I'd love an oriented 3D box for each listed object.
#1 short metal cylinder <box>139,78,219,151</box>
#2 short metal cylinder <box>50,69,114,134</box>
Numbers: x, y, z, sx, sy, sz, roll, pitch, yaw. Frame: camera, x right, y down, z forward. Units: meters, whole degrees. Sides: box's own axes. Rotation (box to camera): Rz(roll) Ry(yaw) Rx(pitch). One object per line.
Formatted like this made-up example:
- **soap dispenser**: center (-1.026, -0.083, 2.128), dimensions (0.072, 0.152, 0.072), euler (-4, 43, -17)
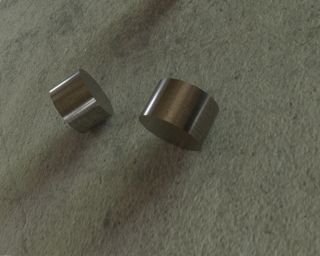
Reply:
- **short metal cylinder**: center (0.022, -0.014, 0.365), dimensions (0.080, 0.080, 0.050), euler (17, 71, 34)
- **short metal cylinder**: center (-0.111, -0.039, 0.449), dimensions (0.050, 0.080, 0.080), euler (-33, 52, 6)
